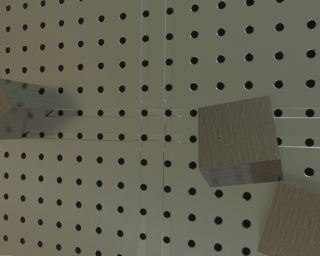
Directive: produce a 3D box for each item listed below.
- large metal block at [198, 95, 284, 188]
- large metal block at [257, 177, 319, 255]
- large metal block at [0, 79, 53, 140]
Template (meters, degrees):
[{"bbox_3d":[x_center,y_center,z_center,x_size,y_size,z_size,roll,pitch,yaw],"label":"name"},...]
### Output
[{"bbox_3d":[0.089,0.016,0.349,0.080,0.050,0.080,-9,53,19],"label":"large metal block"},{"bbox_3d":[0.161,0.106,0.343,0.080,0.050,0.079,17,96,18],"label":"large metal block"},{"bbox_3d":[-0.226,-0.025,0.461,0.080,0.080,0.050,-37,78,16],"label":"large metal block"}]
